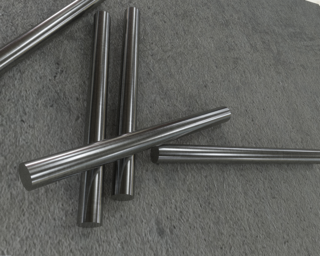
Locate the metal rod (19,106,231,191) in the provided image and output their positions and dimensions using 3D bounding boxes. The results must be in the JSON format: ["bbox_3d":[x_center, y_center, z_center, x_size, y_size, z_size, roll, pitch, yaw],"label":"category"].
[{"bbox_3d":[-0.008,0.010,0.364,0.302,0.025,0.025,-17,70,-44],"label":"metal rod"}]

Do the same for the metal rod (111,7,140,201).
[{"bbox_3d":[-0.042,-0.053,0.413,0.025,0.025,0.299,13,56,-21],"label":"metal rod"}]

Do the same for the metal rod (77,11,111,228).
[{"bbox_3d":[-0.077,-0.033,0.382,0.025,0.025,0.299,11,57,-23],"label":"metal rod"}]

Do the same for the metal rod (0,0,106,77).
[{"bbox_3d":[-0.157,-0.111,0.386,0.025,0.025,0.301,37,51,-4],"label":"metal rod"}]

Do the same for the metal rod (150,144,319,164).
[{"bbox_3d":[0.128,0.039,0.448,0.302,0.025,0.025,4,60,-27],"label":"metal rod"}]
